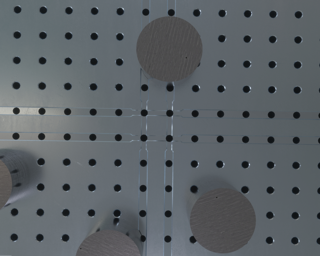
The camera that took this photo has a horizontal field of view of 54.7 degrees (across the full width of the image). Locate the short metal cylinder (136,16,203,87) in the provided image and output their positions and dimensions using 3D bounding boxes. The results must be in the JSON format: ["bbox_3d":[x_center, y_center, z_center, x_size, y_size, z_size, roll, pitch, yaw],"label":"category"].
[{"bbox_3d":[0.012,-0.096,0.401,0.081,0.050,0.079,0,90,0],"label":"short metal cylinder"}]

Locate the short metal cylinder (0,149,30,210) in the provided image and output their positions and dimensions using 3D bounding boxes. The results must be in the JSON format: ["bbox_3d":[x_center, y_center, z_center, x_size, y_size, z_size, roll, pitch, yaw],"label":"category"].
[{"bbox_3d":[-0.219,0.068,0.399,0.081,0.050,0.079,0,90,0],"label":"short metal cylinder"}]

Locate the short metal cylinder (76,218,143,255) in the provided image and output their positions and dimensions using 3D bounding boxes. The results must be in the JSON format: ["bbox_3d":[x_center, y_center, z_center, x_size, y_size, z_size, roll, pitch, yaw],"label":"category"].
[{"bbox_3d":[-0.063,0.163,0.400,0.081,0.050,0.079,0,90,0],"label":"short metal cylinder"}]

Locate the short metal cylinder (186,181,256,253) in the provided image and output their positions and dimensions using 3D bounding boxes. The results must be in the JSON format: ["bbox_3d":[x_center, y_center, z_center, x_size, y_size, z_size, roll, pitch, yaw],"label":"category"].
[{"bbox_3d":[0.077,0.113,0.401,0.081,0.050,0.079,0,90,0],"label":"short metal cylinder"}]
